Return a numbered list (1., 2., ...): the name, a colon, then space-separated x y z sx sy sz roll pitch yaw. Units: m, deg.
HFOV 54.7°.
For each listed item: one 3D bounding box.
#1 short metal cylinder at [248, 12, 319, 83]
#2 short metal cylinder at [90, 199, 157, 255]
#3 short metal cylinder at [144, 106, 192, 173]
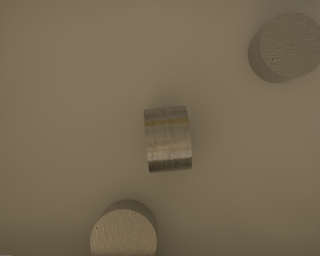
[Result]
1. short metal cylinder: 0.161 -0.101 0.401 0.081 0.050 0.079 0 90 -1
2. short metal cylinder: -0.044 0.138 0.398 0.081 0.050 0.079 0 90 -1
3. short metal cylinder: 0.009 0.014 0.384 0.050 0.080 0.079 -5 90 0
